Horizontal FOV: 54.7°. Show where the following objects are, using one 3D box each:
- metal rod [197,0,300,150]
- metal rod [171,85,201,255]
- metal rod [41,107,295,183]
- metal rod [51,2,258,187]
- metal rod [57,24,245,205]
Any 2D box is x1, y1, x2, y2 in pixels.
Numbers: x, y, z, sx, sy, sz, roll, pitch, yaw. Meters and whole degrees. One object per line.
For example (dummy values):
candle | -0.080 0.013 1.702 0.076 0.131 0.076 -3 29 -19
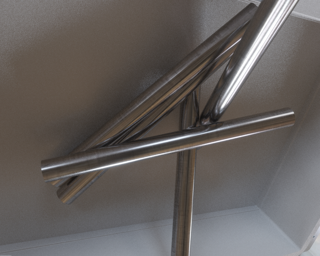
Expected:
metal rod | 0.076 -0.051 0.327 0.025 0.025 0.298 -17 156 -19
metal rod | 0.032 0.076 0.397 0.025 0.025 0.298 2 93 -30
metal rod | 0.020 0.016 0.364 0.302 0.025 0.025 -12 124 -12
metal rod | -0.013 -0.030 0.351 0.300 0.025 0.025 -38 131 10
metal rod | -0.013 -0.012 0.375 0.300 0.025 0.025 -42 130 9
